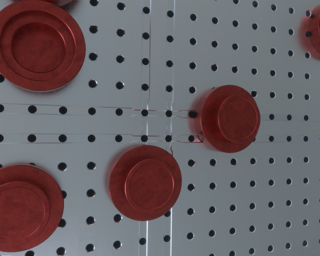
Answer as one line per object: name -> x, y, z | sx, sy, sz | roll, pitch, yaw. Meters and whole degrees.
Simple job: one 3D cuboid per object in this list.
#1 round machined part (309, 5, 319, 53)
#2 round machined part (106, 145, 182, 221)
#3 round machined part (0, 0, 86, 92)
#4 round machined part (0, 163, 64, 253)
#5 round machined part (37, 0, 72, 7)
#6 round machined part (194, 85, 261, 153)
round machined part -> 0.301, -0.167, 0.514 | 0.099, 0.042, 0.097 | 0, 90, -20
round machined part -> -0.016, 0.071, 0.397 | 0.099, 0.042, 0.097 | 0, 90, -20
round machined part -> -0.137, -0.089, 0.352 | 0.099, 0.042, 0.097 | -1, 92, -20
round machined part -> -0.159, 0.090, 0.345 | 0.099, 0.042, 0.097 | 0, 90, -20
round machined part -> -0.134, -0.186, 0.354 | 0.099, 0.042, 0.097 | 0, 91, -20
round machined part -> 0.102, -0.013, 0.441 | 0.099, 0.042, 0.097 | 0, 90, -20
